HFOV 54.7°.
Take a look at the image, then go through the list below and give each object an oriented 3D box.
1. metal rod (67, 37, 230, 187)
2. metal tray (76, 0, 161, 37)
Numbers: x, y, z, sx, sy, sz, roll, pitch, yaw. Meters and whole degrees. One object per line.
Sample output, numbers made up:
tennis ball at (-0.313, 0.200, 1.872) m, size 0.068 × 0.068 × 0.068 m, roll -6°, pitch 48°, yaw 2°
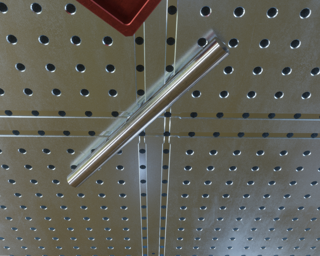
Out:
metal rod at (-0.032, -0.005, 0.407) m, size 0.025 × 0.025 × 0.299 m, roll 34°, pitch 122°, yaw -26°
metal tray at (-0.024, -0.158, 0.273) m, size 0.090 × 0.030 × 0.129 m, roll 32°, pitch 123°, yaw -25°
